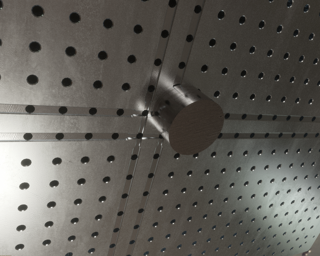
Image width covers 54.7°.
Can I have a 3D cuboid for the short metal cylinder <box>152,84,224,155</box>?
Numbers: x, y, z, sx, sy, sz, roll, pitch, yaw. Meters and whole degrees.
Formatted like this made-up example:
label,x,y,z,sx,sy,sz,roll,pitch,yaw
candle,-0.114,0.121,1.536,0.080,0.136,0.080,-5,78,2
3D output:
label,x,y,z,sx,sy,sz,roll,pitch,yaw
short metal cylinder,0.036,-0.011,0.410,0.081,0.050,0.079,-14,125,-21
